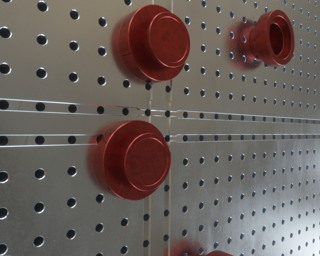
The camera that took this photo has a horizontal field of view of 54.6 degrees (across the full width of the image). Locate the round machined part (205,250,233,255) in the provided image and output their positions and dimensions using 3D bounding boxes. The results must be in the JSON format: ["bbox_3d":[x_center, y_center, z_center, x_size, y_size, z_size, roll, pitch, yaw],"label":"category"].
[{"bbox_3d":[0.077,0.232,0.462,0.099,0.042,0.097,0,90,-40],"label":"round machined part"}]

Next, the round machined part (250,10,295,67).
[{"bbox_3d":[0.201,-0.160,0.564,0.099,0.042,0.097,0,90,-40],"label":"round machined part"}]

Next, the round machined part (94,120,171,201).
[{"bbox_3d":[-0.026,0.039,0.376,0.099,0.042,0.097,0,90,-40],"label":"round machined part"}]

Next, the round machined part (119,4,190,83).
[{"bbox_3d":[0.000,-0.109,0.397,0.099,0.042,0.097,0,90,-40],"label":"round machined part"}]
